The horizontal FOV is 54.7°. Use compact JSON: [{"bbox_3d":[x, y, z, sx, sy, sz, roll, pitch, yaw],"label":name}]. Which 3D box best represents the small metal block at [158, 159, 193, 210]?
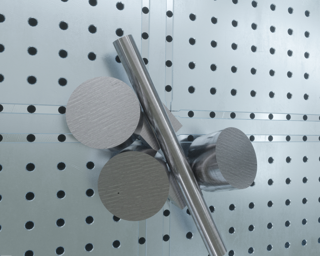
[{"bbox_3d":[0.028,0.073,0.419,0.050,0.025,0.050,-42,104,-15],"label":"small metal block"}]

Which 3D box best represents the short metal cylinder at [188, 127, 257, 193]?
[{"bbox_3d":[0.084,0.044,0.413,0.081,0.050,0.080,13,67,-35],"label":"short metal cylinder"}]

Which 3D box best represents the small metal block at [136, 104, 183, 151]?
[{"bbox_3d":[-0.008,-0.004,0.406,0.050,0.025,0.050,-45,104,-14],"label":"small metal block"}]

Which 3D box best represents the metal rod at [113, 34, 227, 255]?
[{"bbox_3d":[0.016,0.029,0.388,0.025,0.025,0.299,-27,99,-18],"label":"metal rod"}]

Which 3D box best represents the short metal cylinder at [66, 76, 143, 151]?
[{"bbox_3d":[-0.061,-0.014,0.358,0.081,0.050,0.080,0,82,1],"label":"short metal cylinder"}]

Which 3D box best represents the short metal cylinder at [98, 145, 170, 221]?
[{"bbox_3d":[-0.029,0.063,0.371,0.080,0.050,0.079,0,94,2],"label":"short metal cylinder"}]
